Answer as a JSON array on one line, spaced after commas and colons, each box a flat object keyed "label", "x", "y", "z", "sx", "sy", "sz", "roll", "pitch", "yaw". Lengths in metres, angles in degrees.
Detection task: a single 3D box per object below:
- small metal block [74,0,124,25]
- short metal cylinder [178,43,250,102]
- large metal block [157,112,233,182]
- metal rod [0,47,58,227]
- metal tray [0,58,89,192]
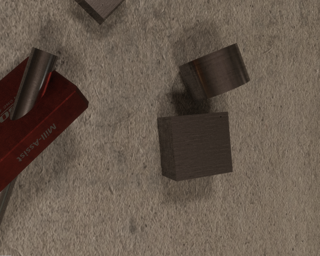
[{"label": "small metal block", "x": -0.074, "y": -0.166, "z": 0.382, "sx": 0.050, "sy": 0.025, "sz": 0.050, "roll": 43, "pitch": 76, "yaw": -15}, {"label": "short metal cylinder", "x": 0.071, "y": -0.072, "z": 0.407, "sx": 0.081, "sy": 0.080, "sz": 0.050, "roll": -25, "pitch": 99, "yaw": -19}, {"label": "large metal block", "x": 0.046, "y": 0.022, "z": 0.414, "sx": 0.081, "sy": 0.050, "sz": 0.079, "roll": -6, "pitch": 92, "yaw": -20}, {"label": "metal rod", "x": -0.166, "y": 0.064, "z": 0.318, "sx": 0.025, "sy": 0.025, "sz": 0.298, "roll": 19, "pitch": 95, "yaw": -20}, {"label": "metal tray", "x": -0.151, "y": -0.008, "z": 0.321, "sx": 0.130, "sy": 0.090, "sz": 0.030, "roll": -47, "pitch": 150, "yaw": -14}]
